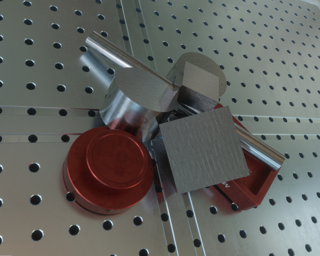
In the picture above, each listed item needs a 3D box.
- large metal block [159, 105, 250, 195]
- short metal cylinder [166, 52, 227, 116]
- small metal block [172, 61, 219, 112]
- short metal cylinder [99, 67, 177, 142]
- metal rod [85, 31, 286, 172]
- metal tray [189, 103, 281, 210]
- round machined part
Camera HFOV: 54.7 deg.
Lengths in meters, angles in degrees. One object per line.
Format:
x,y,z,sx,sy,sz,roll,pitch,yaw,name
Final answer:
0.050,0.026,0.365,0.080,0.050,0.080,-15,83,1,large metal block
0.050,-0.064,0.454,0.081,0.050,0.080,14,56,-21,short metal cylinder
0.046,-0.051,0.392,0.050,0.025,0.050,23,45,-14,small metal block
-0.027,-0.029,0.377,0.080,0.050,0.080,22,35,-16,short metal cylinder
0.029,-0.038,0.411,0.301,0.025,0.025,34,51,6,metal rod
0.098,0.037,0.431,0.130,0.030,0.090,45,51,3,metal tray
-0.051,0.041,0.339,0.099,0.042,0.098,14,56,-21,round machined part
